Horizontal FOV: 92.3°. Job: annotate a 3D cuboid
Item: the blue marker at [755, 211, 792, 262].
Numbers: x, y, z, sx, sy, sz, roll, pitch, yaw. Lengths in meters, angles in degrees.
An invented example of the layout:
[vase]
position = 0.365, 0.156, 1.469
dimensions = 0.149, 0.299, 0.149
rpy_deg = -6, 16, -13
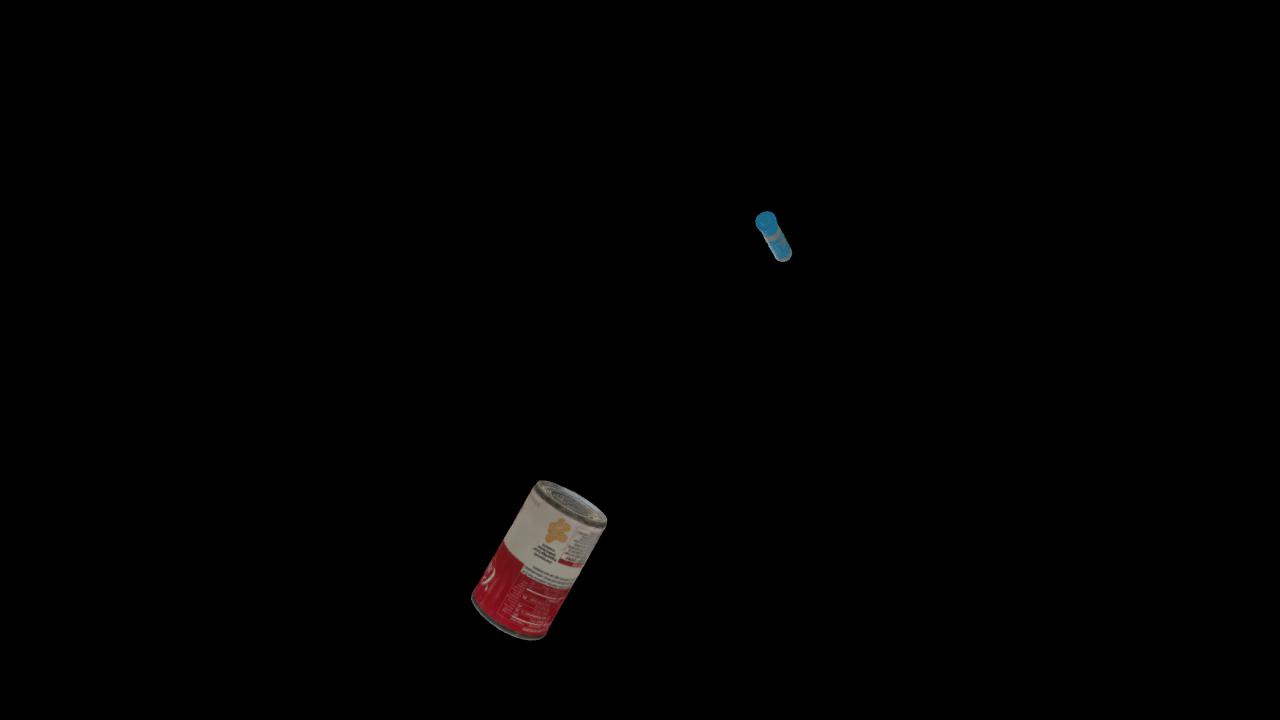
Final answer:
[blue marker]
position = 0.132, -0.120, 0.602
dimensions = 0.020, 0.020, 0.121
rpy_deg = 0, -6, 21

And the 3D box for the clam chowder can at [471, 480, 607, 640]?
[clam chowder can]
position = -0.078, 0.156, 0.486
dimensions = 0.068, 0.102, 0.068
rpy_deg = 30, -2, 1
